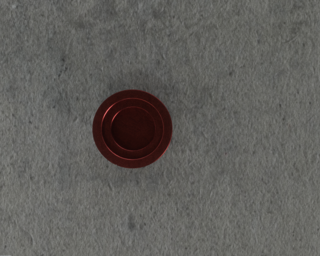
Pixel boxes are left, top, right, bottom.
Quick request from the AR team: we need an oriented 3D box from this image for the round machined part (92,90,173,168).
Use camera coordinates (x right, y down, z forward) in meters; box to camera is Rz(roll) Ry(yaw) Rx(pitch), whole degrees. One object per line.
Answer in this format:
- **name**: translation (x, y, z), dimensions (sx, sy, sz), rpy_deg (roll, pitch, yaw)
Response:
- **round machined part**: translation (-0.034, 0.001, 0.401), dimensions (0.099, 0.042, 0.097), rpy_deg (0, 90, -1)
